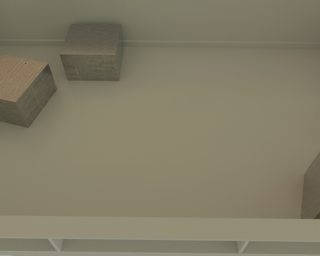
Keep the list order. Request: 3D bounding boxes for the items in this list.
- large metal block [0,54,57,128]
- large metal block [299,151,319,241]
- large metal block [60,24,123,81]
[{"bbox_3d":[-0.205,-0.054,0.432,0.080,0.050,0.080,13,51,10],"label":"large metal block"},{"bbox_3d":[0.185,0.065,0.315,0.050,0.080,0.080,16,52,13],"label":"large metal block"},{"bbox_3d":[-0.103,-0.120,0.489,0.080,0.050,0.080,1,50,0],"label":"large metal block"}]
